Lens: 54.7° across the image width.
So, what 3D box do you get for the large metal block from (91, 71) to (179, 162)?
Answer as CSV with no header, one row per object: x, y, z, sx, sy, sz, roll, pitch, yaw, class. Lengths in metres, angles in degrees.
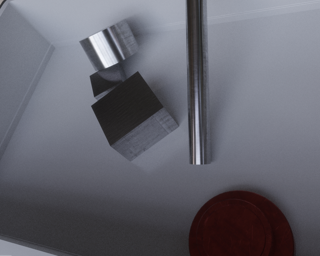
-0.035,-0.016,0.416,0.080,0.050,0.080,-36,51,4,large metal block

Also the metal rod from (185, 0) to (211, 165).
0.043,-0.108,0.363,0.025,0.025,0.298,-2,88,27,metal rod

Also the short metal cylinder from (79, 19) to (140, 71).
-0.079,-0.131,0.487,0.080,0.050,0.080,-22,22,10,short metal cylinder

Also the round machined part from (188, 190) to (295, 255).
0.073,0.106,0.291,0.098,0.042,0.098,-13,56,20,round machined part

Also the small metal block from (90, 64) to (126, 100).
-0.080,-0.071,0.489,0.050,0.025,0.050,-28,53,10,small metal block
